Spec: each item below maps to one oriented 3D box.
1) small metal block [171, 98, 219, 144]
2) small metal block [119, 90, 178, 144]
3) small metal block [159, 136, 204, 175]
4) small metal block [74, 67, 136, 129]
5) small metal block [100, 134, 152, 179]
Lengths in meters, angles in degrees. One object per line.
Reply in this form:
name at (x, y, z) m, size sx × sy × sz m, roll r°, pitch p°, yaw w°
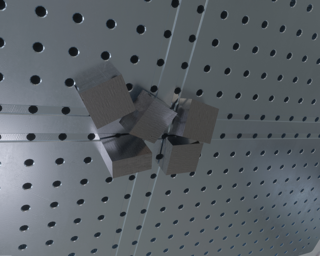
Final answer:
small metal block at (0.048, -0.009, 0.420) m, size 0.050 × 0.025 × 0.050 m, roll 16°, pitch 88°, yaw -34°
small metal block at (-0.014, -0.013, 0.388) m, size 0.050 × 0.025 × 0.050 m, roll -53°, pitch 141°, yaw 9°
small metal block at (0.030, 0.038, 0.451) m, size 0.050 × 0.025 × 0.050 m, roll -3°, pitch 120°, yaw -27°
small metal block at (-0.062, -0.034, 0.356) m, size 0.050 × 0.025 × 0.050 m, roll -28°, pitch 128°, yaw -11°
small metal block at (-0.043, 0.033, 0.391) m, size 0.050 × 0.050 × 0.025 m, roll -11°, pitch 123°, yaw -23°
